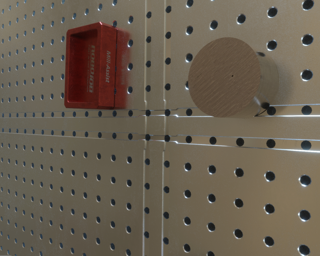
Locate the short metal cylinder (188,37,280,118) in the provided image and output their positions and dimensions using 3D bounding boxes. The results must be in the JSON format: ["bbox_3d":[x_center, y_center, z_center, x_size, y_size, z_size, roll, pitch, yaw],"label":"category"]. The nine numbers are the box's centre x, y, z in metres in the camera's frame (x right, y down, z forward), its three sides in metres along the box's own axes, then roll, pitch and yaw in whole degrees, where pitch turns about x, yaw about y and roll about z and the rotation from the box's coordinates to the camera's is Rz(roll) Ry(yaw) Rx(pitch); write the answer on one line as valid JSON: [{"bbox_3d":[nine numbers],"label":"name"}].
[{"bbox_3d":[0.077,-0.050,0.328,0.080,0.050,0.079,0,90,39],"label":"short metal cylinder"}]

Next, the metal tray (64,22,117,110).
[{"bbox_3d":[-0.113,-0.095,0.496,0.090,0.030,0.129,4,93,39],"label":"metal tray"}]
